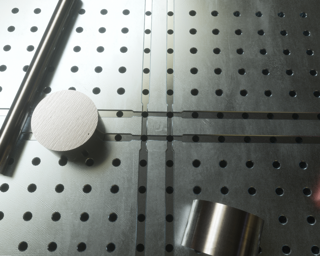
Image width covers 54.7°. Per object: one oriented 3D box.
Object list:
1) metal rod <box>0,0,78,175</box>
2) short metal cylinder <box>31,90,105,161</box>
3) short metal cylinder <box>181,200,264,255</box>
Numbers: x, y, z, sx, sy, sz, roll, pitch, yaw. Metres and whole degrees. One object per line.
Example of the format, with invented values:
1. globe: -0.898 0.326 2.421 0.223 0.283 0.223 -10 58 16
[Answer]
1. metal rod: -0.174 -0.081 0.439 0.025 0.025 0.299 13 70 5
2. short metal cylinder: -0.115 -0.002 0.398 0.081 0.050 0.080 0 70 0
3. short metal cylinder: 0.068 0.116 0.340 0.080 0.080 0.050 17 71 6
